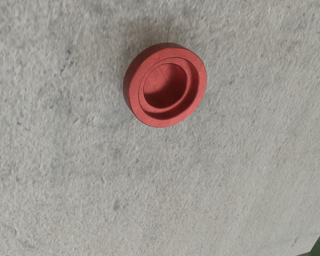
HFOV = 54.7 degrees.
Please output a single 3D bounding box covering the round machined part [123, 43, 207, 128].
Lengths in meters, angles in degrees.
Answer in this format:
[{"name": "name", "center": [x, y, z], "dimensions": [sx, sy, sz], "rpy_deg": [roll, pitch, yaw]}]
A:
[{"name": "round machined part", "center": [0.002, -0.053, 0.366], "dimensions": [0.099, 0.042, 0.097], "rpy_deg": [-14, 125, -21]}]
